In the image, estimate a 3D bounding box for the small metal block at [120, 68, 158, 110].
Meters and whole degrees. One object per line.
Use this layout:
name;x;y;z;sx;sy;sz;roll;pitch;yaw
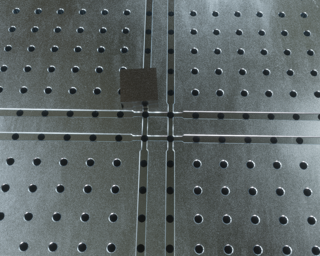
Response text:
small metal block;-0.029;-0.055;0.432;0.050;0.025;0.050;-3;70;-1
